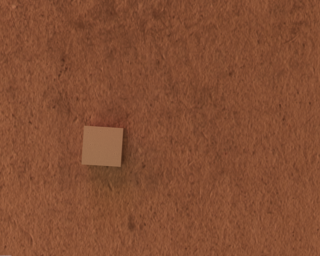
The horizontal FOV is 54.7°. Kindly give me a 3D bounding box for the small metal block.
[{"bbox_3d":[-0.074,0.023,0.409,0.050,0.025,0.050,4,90,-1],"label":"small metal block"}]
